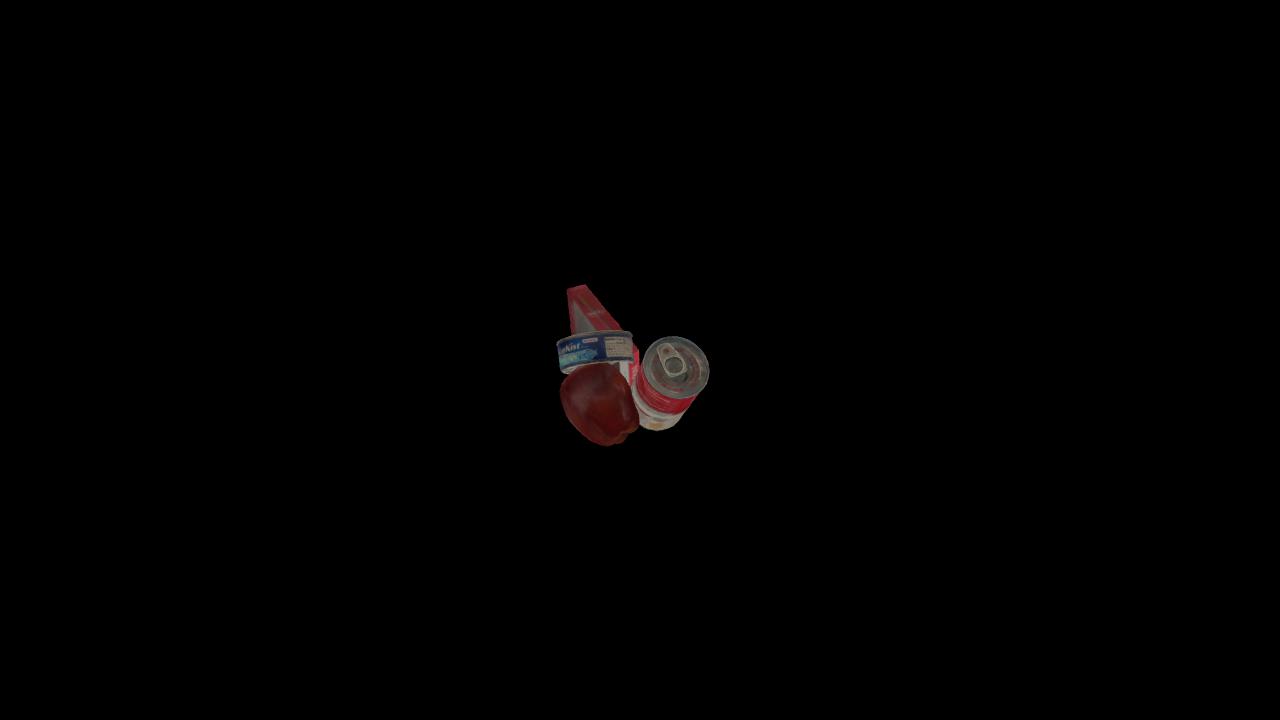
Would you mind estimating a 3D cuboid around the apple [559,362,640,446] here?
[{"bbox_3d":[-0.042,0.044,0.657,0.079,0.093,0.079,-30,-20,-12],"label":"apple"}]

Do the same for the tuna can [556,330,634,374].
[{"bbox_3d":[-0.048,-0.007,0.672,0.084,0.034,0.084,-7,-9,-1],"label":"tuna can"}]

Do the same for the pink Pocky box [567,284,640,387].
[{"bbox_3d":[-0.045,-0.018,0.736,0.029,0.084,0.155,-18,42,-20],"label":"pink Pocky box"}]

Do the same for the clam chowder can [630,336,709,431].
[{"bbox_3d":[0.026,0.028,0.646,0.068,0.068,0.102,0,-25,-13],"label":"clam chowder can"}]
